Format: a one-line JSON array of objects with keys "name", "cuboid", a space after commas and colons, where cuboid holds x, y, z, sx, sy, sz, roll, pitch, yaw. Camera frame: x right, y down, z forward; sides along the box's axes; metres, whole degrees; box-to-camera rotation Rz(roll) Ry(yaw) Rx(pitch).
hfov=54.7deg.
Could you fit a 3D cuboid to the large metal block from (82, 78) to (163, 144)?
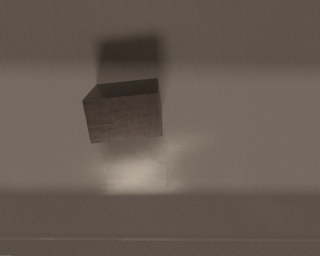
[{"name": "large metal block", "cuboid": [-0.040, -0.024, 0.373, 0.080, 0.080, 0.050, -6, 110, 2]}]
